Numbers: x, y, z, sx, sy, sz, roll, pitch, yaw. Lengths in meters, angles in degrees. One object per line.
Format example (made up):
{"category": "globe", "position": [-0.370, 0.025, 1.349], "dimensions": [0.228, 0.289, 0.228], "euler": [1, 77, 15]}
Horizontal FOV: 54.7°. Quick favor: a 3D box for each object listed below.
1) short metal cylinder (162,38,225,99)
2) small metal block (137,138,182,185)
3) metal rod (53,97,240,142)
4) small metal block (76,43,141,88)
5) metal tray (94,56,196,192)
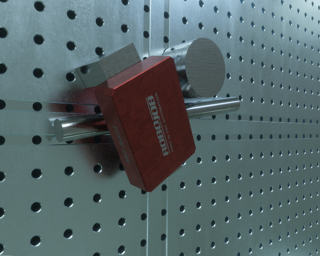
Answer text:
{"category": "short metal cylinder", "position": [0.046, -0.081, 0.433], "dimensions": [0.081, 0.050, 0.079], "euler": [0, 90, -40]}
{"category": "small metal block", "position": [-0.003, 0.040, 0.407], "dimensions": [0.050, 0.025, 0.050], "euler": [-30, 109, -36]}
{"category": "metal rod", "position": [0.009, -0.018, 0.419], "dimensions": [0.302, 0.025, 0.025], "euler": [-10, 97, -40]}
{"category": "small metal block", "position": [-0.057, -0.069, 0.346], "dimensions": [0.050, 0.050, 0.025], "euler": [-39, 114, -33]}
{"category": "metal tray", "position": [-0.010, -0.005, 0.349], "dimensions": [0.091, 0.030, 0.129], "euler": [-37, 124, -33]}
